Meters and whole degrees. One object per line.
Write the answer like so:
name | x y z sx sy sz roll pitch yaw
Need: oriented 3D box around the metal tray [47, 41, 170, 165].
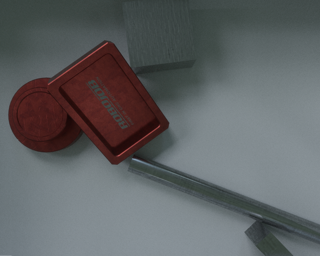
metal tray | -0.060 -0.029 0.381 0.090 0.030 0.130 -36 116 -2

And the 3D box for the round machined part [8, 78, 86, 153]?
round machined part | -0.148 -0.017 0.401 0.099 0.042 0.097 0 90 -1

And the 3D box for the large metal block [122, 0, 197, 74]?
large metal block | -0.001 -0.117 0.399 0.081 0.050 0.080 -7 90 -1

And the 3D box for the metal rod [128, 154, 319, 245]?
metal rod | 0.102 0.100 0.412 0.301 0.025 0.025 21 90 -1

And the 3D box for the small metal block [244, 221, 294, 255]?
small metal block | 0.143 0.153 0.401 0.025 0.050 0.050 -44 91 0
